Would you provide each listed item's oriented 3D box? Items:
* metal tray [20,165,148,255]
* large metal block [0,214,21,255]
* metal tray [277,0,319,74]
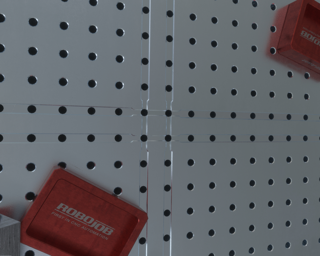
[{"bbox_3d":[-0.092,0.115,0.376,0.130,0.030,0.090,33,79,-17],"label":"metal tray"},{"bbox_3d":[-0.191,0.137,0.306,0.080,0.050,0.079,-4,98,-57],"label":"large metal block"},{"bbox_3d":[0.262,-0.144,0.505,0.131,0.030,0.090,19,84,-19],"label":"metal tray"}]
